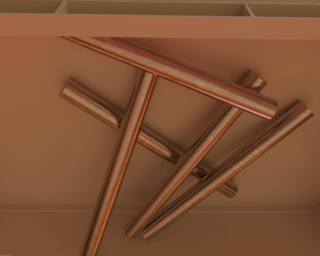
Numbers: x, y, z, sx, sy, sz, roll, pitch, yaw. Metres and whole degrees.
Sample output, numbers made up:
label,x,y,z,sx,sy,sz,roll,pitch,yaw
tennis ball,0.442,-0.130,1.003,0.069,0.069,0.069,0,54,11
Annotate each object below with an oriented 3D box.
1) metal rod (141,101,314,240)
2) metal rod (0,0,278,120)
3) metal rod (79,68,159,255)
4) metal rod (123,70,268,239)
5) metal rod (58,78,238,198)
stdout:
label,x,y,z,sx,sy,sz,roll,pitch,yaw
metal rod,0.082,0.070,0.439,0.025,0.025,0.299,37,112,-27
metal rod,-0.014,-0.072,0.326,0.302,0.025,0.025,20,127,-9
metal rod,-0.059,0.061,0.405,0.025,0.025,0.298,15,112,-13
metal rod,0.035,0.050,0.420,0.025,0.025,0.298,26,116,-21
metal rod,0.001,0.026,0.430,0.301,0.025,0.025,33,123,-25
